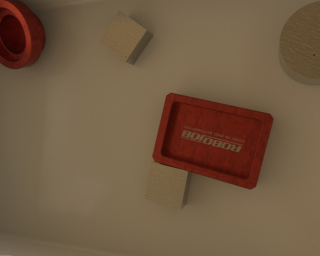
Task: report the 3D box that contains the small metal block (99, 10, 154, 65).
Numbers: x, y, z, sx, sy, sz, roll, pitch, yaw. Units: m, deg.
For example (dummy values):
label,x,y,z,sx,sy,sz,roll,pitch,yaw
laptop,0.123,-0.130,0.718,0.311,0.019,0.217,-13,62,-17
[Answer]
label,x,y,z,sx,sy,sz,roll,pitch,yaw
small metal block,-0.046,-0.123,0.426,0.050,0.025,0.050,40,102,15

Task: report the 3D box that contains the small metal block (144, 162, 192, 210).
label,x,y,z,sx,sy,sz,roll,pitch,yaw
small metal block,0.012,0.073,0.406,0.050,0.025,0.050,12,94,19

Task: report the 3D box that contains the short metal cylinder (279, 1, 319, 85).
label,x,y,z,sx,sy,sz,roll,pitch,yaw
short metal cylinder,0.172,-0.089,0.337,0.080,0.050,0.079,0,90,19

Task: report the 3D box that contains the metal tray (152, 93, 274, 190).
label,x,y,z,sx,sy,sz,roll,pitch,yaw
metal tray,0.064,0.013,0.384,0.130,0.030,0.089,14,95,19

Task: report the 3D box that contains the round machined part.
label,x,y,z,sx,sy,sz,roll,pitch,yaw
round machined part,-0.212,-0.140,0.463,0.098,0.042,0.097,10,114,24
